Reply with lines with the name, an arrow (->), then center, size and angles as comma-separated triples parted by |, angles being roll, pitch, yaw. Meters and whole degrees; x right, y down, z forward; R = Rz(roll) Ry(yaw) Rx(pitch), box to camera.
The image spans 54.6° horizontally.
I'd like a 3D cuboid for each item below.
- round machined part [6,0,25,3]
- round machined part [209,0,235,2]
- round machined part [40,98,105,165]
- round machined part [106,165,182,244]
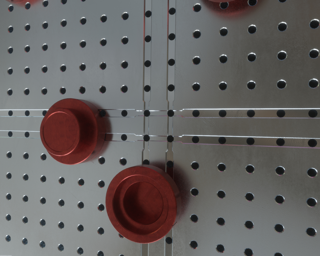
round machined part -> -0.240, -0.255, 0.489 | 0.098, 0.042, 0.097 | 0, 90, 20
round machined part -> 0.081, -0.201, 0.375 | 0.098, 0.042, 0.097 | 0, 90, 20
round machined part -> -0.133, 0.005, 0.451 | 0.098, 0.042, 0.097 | 0, 90, 20
round machined part -> -0.018, 0.097, 0.411 | 0.098, 0.042, 0.097 | 0, 90, 20
